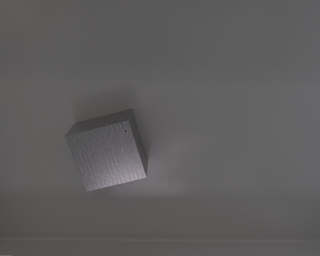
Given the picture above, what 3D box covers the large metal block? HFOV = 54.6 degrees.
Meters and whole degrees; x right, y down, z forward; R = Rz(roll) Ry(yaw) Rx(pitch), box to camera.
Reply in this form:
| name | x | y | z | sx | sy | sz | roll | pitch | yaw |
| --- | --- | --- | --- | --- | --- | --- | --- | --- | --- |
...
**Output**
| name | x | y | z | sx | sy | sz | roll | pitch | yaw |
| --- | --- | --- | --- | --- | --- | --- | --- | --- | --- |
| large metal block | -0.066 | 0.028 | 0.408 | 0.080 | 0.050 | 0.080 | -14 | 110 | 5 |
